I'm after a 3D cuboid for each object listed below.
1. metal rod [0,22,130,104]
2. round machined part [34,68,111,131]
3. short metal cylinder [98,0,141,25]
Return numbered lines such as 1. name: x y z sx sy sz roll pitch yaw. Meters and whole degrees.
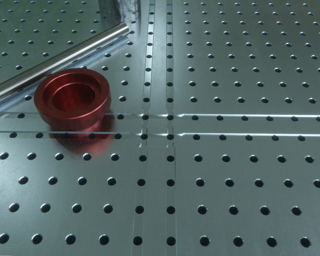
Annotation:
1. metal rod: -0.169 -0.097 0.487 0.025 0.025 0.302 37 59 27
2. round machined part: -0.116 -0.035 0.425 0.099 0.042 0.098 0 50 0
3. short metal cylinder: -0.077 -0.242 0.594 0.080 0.050 0.080 0 50 0
